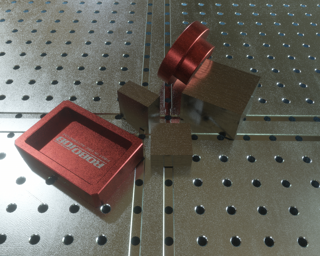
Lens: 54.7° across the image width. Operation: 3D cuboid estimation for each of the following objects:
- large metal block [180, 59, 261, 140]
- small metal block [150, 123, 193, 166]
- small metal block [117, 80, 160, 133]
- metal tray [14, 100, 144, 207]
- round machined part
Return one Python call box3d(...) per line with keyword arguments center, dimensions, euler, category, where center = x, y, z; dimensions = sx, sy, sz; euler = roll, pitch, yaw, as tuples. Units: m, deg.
box3d(center=(0.082, -0.041, 0.427), dimensions=(0.080, 0.050, 0.080), euler=(23, 54, 17), category="large metal block")
box3d(center=(0.014, 0.021, 0.391), dimensions=(0.050, 0.025, 0.050), euler=(0, 50, -1), category="small metal block")
box3d(center=(-0.028, -0.029, 0.415), dimensions=(0.050, 0.050, 0.025), euler=(29, 56, 22), category="small metal block")
box3d(center=(-0.097, 0.026, 0.381), dimensions=(0.130, 0.030, 0.090), euler=(27, 55, 20), category="metal tray")
box3d(center=(0.043, -0.102, 0.450), dimensions=(0.042, 0.097, 0.098), euler=(38, 57, 4), category="round machined part")
